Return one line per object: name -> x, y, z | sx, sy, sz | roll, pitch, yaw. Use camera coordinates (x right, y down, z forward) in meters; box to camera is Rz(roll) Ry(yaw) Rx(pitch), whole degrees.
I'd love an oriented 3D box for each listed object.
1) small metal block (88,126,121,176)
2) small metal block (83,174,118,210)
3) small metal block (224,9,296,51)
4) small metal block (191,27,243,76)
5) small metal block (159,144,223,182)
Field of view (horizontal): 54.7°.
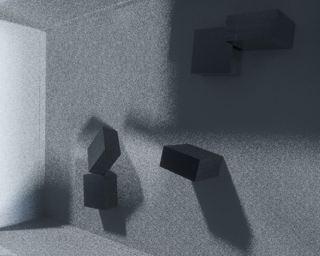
small metal block -> -0.084, 0.035, 0.461 | 0.050, 0.025, 0.050 | -51, 34, 27
small metal block -> -0.093, 0.097, 0.481 | 0.050, 0.025, 0.050 | -3, 88, 39
small metal block -> 0.100, -0.095, 0.307 | 0.050, 0.050, 0.025 | 8, 95, 39
small metal block -> 0.065, -0.086, 0.352 | 0.050, 0.025, 0.050 | 8, 95, 39
small metal block -> 0.037, 0.039, 0.359 | 0.050, 0.050, 0.025 | 19, 102, 38
